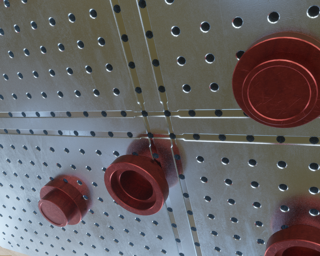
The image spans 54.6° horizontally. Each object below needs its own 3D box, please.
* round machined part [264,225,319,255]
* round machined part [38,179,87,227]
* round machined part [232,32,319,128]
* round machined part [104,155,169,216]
[{"bbox_3d":[0.190,0.166,0.403,0.098,0.042,0.097,13,124,21],"label":"round machined part"},{"bbox_3d":[-0.193,0.150,0.596,0.098,0.042,0.097,13,124,21],"label":"round machined part"},{"bbox_3d":[0.121,-0.042,0.311,0.098,0.042,0.097,13,124,21],"label":"round machined part"},{"bbox_3d":[-0.031,0.081,0.467,0.098,0.042,0.097,13,124,21],"label":"round machined part"}]
